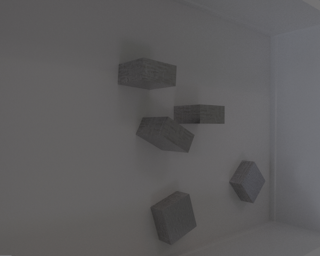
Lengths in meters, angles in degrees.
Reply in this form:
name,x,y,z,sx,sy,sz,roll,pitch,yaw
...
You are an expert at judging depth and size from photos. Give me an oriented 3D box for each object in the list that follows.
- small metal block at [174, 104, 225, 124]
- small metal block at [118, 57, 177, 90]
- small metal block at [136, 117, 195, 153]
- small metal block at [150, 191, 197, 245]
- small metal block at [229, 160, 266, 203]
name,x,y,z,sx,sy,sz,roll,pitch,yaw
small metal block,0.055,-0.018,0.436,0.050,0.050,0.025,0,90,-40
small metal block,-0.016,-0.064,0.377,0.050,0.050,0.025,4,88,-40
small metal block,0.006,0.009,0.396,0.050,0.050,0.025,33,70,-35
small metal block,0.019,0.121,0.423,0.050,0.025,0.050,-23,104,-38
small metal block,0.151,0.092,0.533,0.050,0.025,0.050,-50,120,-28
